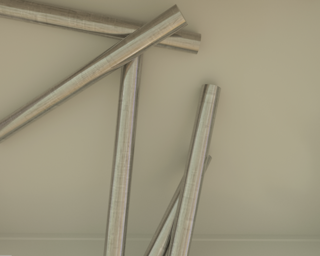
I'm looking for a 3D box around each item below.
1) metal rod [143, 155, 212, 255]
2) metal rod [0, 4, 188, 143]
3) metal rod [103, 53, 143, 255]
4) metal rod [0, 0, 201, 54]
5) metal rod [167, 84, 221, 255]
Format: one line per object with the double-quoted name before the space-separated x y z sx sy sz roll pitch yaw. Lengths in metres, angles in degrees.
"metal rod" -0.008 0.161 0.380 0.025 0.025 0.300 33 70 -12
"metal rod" -0.103 -0.053 0.374 0.300 0.025 0.025 -29 108 16
"metal rod" -0.046 0.057 0.372 0.025 0.025 0.298 5 87 -2
"metal rod" -0.102 -0.126 0.363 0.302 0.025 0.025 10 110 -4
"metal rod" 0.034 0.093 0.377 0.025 0.025 0.299 13 83 -5
